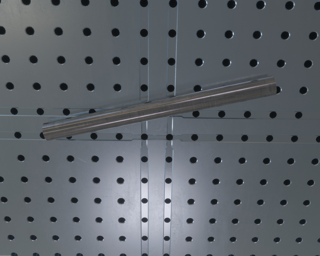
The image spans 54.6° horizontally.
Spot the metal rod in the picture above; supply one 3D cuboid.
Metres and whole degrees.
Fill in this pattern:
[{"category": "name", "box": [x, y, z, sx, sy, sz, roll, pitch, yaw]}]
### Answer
[{"category": "metal rod", "box": [-0.004, -0.025, 0.404, 0.301, 0.025, 0.025, -11, 110, 4]}]
